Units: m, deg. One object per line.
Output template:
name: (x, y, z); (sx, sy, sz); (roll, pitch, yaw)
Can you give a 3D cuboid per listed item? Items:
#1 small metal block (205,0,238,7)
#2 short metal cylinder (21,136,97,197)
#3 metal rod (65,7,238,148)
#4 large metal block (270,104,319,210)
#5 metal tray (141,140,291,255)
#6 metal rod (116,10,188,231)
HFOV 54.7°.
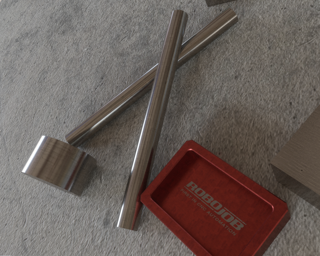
small metal block: (0.098, -0.224, 0.489); (0.050, 0.025, 0.050); (-4, 60, 26)
short metal cylinder: (-0.130, 0.051, 0.404); (0.080, 0.080, 0.050); (10, 67, 32)
metal rod: (-0.013, -0.071, 0.453); (0.300, 0.025, 0.025); (-38, 51, 2)
large metal block: (0.163, 0.033, 0.282); (0.080, 0.050, 0.080); (-48, 52, -6)
metal tray: (0.052, 0.081, 0.322); (0.130, 0.030, 0.090); (35, 81, 38)
metal rod: (-0.005, -0.023, 0.399); (0.025, 0.025, 0.299); (3, 69, 29)
